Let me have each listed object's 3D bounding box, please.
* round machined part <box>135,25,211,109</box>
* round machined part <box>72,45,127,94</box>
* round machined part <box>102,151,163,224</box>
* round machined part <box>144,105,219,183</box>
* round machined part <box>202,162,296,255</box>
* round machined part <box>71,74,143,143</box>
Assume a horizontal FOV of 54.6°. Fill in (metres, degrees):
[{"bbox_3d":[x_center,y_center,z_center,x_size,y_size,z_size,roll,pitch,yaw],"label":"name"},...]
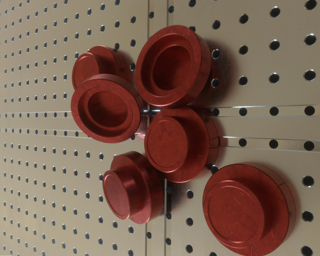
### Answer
[{"bbox_3d":[0.019,-0.070,0.377,0.098,0.042,0.098,-9,76,37],"label":"round machined part"},{"bbox_3d":[-0.100,-0.080,0.482,0.098,0.042,0.097,0,90,40],"label":"round machined part"},{"bbox_3d":[-0.042,0.083,0.416,0.098,0.042,0.097,24,121,46],"label":"round machined part"},{"bbox_3d":[0.019,0.019,0.384,0.098,0.042,0.097,0,90,40],"label":"round machined part"},{"bbox_3d":[0.086,0.087,0.328,0.098,0.042,0.097,0,90,40],"label":"round machined part"},{"bbox_3d":[-0.071,-0.030,0.437,0.098,0.042,0.097,5,120,8],"label":"round machined part"}]
